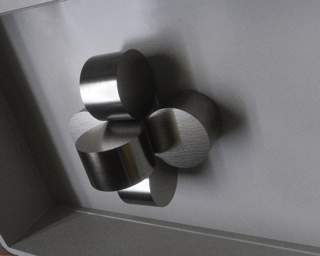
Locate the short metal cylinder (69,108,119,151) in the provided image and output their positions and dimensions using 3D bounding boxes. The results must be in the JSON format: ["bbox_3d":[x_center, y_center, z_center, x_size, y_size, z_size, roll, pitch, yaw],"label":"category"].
[{"bbox_3d":[-0.078,0.002,0.432,0.080,0.050,0.079,13,124,21],"label":"short metal cylinder"}]

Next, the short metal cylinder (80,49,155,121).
[{"bbox_3d":[-0.047,-0.049,0.365,0.050,0.080,0.080,-2,117,29],"label":"short metal cylinder"}]

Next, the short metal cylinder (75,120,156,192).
[{"bbox_3d":[-0.050,0.028,0.358,0.080,0.080,0.050,-1,118,29],"label":"short metal cylinder"}]

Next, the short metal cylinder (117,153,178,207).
[{"bbox_3d":[-0.016,0.064,0.419,0.050,0.080,0.080,-2,117,29],"label":"short metal cylinder"}]

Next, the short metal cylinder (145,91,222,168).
[{"bbox_3d":[0.029,0.001,0.375,0.080,0.050,0.079,13,124,21],"label":"short metal cylinder"}]
